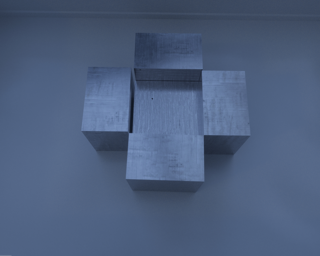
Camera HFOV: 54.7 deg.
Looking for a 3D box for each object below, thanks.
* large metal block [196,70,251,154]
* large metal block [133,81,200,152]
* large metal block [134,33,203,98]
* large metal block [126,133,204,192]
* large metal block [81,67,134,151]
[{"bbox_3d":[0.074,-0.016,0.386,0.050,0.080,0.080,1,70,0],"label":"large metal block"},{"bbox_3d":[0.008,-0.013,0.399,0.080,0.050,0.080,1,70,0],"label":"large metal block"},{"bbox_3d":[0.010,-0.079,0.408,0.080,0.080,0.050,1,70,0],"label":"large metal block"},{"bbox_3d":[0.006,0.043,0.363,0.080,0.080,0.050,2,70,0],"label":"large metal block"},{"bbox_3d":[-0.059,-0.021,0.387,0.050,0.080,0.080,1,70,0],"label":"large metal block"}]
